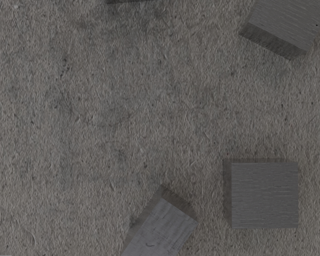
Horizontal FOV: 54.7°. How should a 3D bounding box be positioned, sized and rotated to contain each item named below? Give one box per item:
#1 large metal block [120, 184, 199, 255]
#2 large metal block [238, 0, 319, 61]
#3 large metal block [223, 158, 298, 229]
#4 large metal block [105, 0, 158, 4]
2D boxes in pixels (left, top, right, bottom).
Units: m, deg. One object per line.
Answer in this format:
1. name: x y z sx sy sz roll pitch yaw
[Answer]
1. large metal block: -0.001 0.123 0.382 0.050 0.080 0.080 35 90 0
2. large metal block: 0.161 -0.145 0.398 0.080 0.050 0.080 27 90 0
3. large metal block: 0.127 0.081 0.398 0.081 0.050 0.079 0 90 0
4. large metal block: -0.036 -0.211 0.397 0.081 0.050 0.080 -5 90 0
